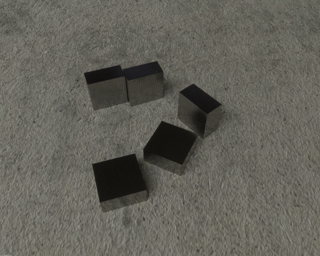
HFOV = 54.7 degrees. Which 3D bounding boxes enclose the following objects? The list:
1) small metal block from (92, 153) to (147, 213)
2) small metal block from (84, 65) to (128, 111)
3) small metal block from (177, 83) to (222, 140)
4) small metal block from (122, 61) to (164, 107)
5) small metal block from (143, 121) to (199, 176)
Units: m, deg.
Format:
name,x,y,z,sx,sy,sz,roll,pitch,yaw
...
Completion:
name,x,y,z,sx,sy,sz,roll,pitch,yaw
small metal block,-0.046,0.062,0.351,0.050,0.025,0.050,-13,51,-11
small metal block,-0.074,-0.056,0.433,0.050,0.050,0.025,-16,52,-13
small metal block,0.050,-0.021,0.405,0.025,0.050,0.050,-33,58,-24
small metal block,-0.023,-0.062,0.439,0.050,0.050,0.025,-17,52,-14
small metal block,0.014,0.024,0.383,0.050,0.025,0.050,21,53,16
